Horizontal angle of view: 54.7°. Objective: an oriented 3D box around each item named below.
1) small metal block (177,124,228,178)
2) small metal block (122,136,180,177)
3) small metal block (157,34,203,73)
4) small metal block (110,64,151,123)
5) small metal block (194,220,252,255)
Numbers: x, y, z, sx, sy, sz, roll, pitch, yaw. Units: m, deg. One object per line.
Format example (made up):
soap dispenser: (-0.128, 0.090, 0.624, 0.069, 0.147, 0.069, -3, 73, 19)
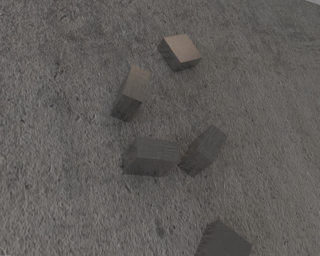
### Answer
small metal block: (0.054, 0.030, 0.399, 0.025, 0.050, 0.050, 39, 51, -2)
small metal block: (-0.012, 0.035, 0.359, 0.050, 0.050, 0.025, 9, 58, -24)
small metal block: (0.032, -0.120, 0.494, 0.050, 0.025, 0.050, -22, 74, -36)
small metal block: (-0.038, -0.043, 0.393, 0.025, 0.050, 0.050, 23, 53, -15)
small metal block: (0.072, 0.143, 0.355, 0.050, 0.025, 0.050, 38, 51, -3)
